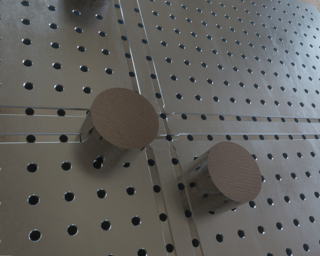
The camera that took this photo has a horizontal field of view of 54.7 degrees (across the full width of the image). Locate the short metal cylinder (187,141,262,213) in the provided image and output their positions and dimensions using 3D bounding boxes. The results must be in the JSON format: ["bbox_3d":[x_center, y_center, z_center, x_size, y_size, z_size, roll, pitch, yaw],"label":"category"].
[{"bbox_3d":[0.082,0.064,0.400,0.081,0.050,0.080,14,56,-21],"label":"short metal cylinder"}]

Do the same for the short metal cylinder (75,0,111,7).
[{"bbox_3d":[-0.106,-0.236,0.480,0.081,0.050,0.080,14,56,-21],"label":"short metal cylinder"}]

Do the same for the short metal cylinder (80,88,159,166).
[{"bbox_3d":[-0.048,-0.001,0.368,0.081,0.050,0.080,14,56,-21],"label":"short metal cylinder"}]
